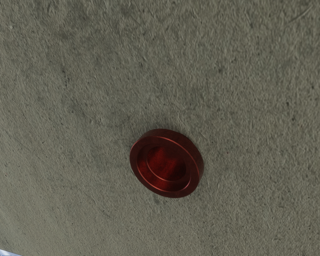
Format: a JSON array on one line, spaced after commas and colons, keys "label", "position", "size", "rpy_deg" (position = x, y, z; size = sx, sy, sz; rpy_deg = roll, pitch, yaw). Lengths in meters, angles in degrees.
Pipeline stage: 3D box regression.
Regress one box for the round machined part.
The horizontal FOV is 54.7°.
[{"label": "round machined part", "position": [0.012, 0.043, 0.416], "size": [0.098, 0.042, 0.097], "rpy_deg": [13, 124, 20]}]
